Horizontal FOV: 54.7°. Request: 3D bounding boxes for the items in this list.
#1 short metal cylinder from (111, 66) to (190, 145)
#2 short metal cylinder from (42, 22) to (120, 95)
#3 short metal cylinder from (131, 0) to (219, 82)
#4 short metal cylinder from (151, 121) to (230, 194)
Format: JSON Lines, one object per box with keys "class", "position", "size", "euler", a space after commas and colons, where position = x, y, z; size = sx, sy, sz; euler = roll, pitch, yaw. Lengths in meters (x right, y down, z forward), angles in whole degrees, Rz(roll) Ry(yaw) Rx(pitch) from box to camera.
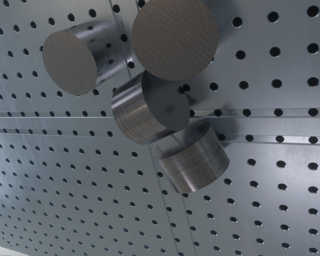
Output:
{"class": "short metal cylinder", "position": [-0.010, -0.025, 0.365], "size": [0.050, 0.080, 0.080], "euler": [-26, 105, 37]}
{"class": "short metal cylinder", "position": [-0.099, -0.088, 0.393], "size": [0.080, 0.050, 0.079], "euler": [13, 124, 21]}
{"class": "short metal cylinder", "position": [0.013, -0.087, 0.310], "size": [0.081, 0.050, 0.079], "euler": [0, 97, -2]}
{"class": "short metal cylinder", "position": [0.037, 0.034, 0.377], "size": [0.080, 0.080, 0.050], "euler": [-21, 107, 36]}
